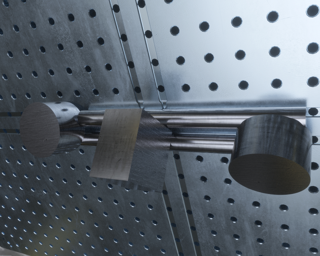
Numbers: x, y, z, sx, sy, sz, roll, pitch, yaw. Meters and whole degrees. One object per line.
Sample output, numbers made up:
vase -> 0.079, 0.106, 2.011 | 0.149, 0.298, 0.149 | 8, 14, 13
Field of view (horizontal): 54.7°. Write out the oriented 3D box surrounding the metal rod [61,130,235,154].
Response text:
metal rod -> -0.039, 0.017, 0.441 | 0.300, 0.025, 0.025 | 1, 119, 27

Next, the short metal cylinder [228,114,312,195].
short metal cylinder -> 0.119, 0.030, 0.334 | 0.080, 0.050, 0.080 | 15, 146, 10

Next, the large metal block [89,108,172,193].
large metal block -> -0.030, 0.029, 0.371 | 0.050, 0.080, 0.080 | 1, 161, 28

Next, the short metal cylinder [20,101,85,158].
short metal cylinder -> -0.160, 0.001, 0.461 | 0.080, 0.050, 0.079 | 3, 97, 27

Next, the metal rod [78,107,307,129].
metal rod -> 0.019, -0.012, 0.393 | 0.300, 0.025, 0.025 | 1, 119, 27
